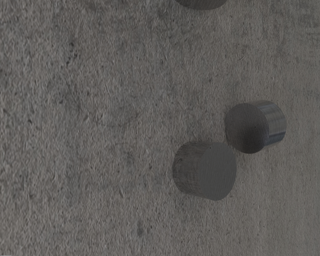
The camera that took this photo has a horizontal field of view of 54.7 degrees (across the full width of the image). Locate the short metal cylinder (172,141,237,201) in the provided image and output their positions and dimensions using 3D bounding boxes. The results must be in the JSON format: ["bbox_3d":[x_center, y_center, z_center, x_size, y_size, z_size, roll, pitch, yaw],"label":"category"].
[{"bbox_3d":[0.064,0.059,0.442,0.081,0.050,0.080,0,90,-40],"label":"short metal cylinder"}]

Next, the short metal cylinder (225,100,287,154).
[{"bbox_3d":[0.152,-0.003,0.496,0.050,0.080,0.079,-12,98,-40],"label":"short metal cylinder"}]

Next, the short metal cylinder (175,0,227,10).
[{"bbox_3d":[0.055,-0.203,0.415,0.080,0.080,0.050,19,78,-38],"label":"short metal cylinder"}]
